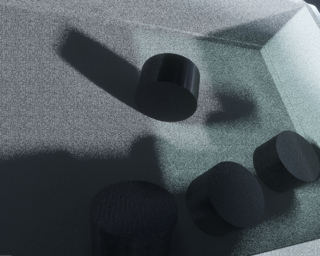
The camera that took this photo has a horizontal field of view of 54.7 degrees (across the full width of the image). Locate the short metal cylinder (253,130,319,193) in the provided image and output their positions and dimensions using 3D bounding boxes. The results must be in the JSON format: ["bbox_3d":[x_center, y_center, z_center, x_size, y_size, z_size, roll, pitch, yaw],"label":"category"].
[{"bbox_3d":[0.188,0.050,0.463,0.081,0.050,0.080,14,56,-21],"label":"short metal cylinder"}]

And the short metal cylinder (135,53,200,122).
[{"bbox_3d":[0.011,-0.052,0.409,0.080,0.080,0.050,22,54,-16],"label":"short metal cylinder"}]

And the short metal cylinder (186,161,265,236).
[{"bbox_3d":[0.079,0.087,0.381,0.081,0.050,0.080,14,56,-21],"label":"short metal cylinder"}]

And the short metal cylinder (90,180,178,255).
[{"bbox_3d":[-0.025,0.094,0.295,0.081,0.050,0.080,4,25,-1],"label":"short metal cylinder"}]
